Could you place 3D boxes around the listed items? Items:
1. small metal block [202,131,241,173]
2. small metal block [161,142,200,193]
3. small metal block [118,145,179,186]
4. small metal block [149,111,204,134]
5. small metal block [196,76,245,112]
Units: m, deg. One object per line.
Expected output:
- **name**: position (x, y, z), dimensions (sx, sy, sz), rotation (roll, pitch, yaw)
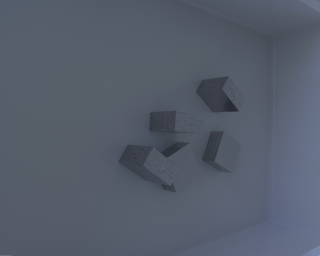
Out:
- **small metal block**: position (0.099, 0.038, 0.492), dimensions (0.050, 0.025, 0.050), rotation (33, 70, -36)
- **small metal block**: position (0.023, 0.053, 0.429), dimensions (0.050, 0.025, 0.050), rotation (-29, 109, -36)
- **small metal block**: position (-0.014, 0.045, 0.381), dimensions (0.050, 0.050, 0.025), rotation (41, 65, -33)
- **small metal block**: position (0.022, -0.007, 0.411), dimensions (0.050, 0.050, 0.025), rotation (6, 87, -40)
- **small metal block**: position (0.092, -0.050, 0.470), dimensions (0.050, 0.050, 0.025), rotation (45, 63, -31)
